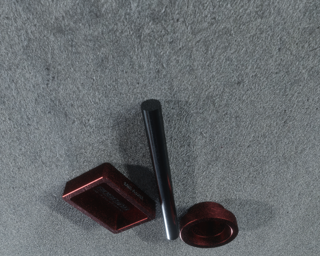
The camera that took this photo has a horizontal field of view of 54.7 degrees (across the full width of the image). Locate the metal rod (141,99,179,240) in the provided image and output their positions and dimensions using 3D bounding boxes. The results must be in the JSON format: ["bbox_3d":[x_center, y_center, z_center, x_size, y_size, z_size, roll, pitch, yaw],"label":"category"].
[{"bbox_3d":[0.006,0.084,0.478,0.025,0.025,0.298,-5,130,4],"label":"metal rod"}]

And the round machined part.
[{"bbox_3d":[0.083,0.165,0.538,0.099,0.042,0.097,-1,130,0],"label":"round machined part"}]

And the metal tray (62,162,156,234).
[{"bbox_3d":[-0.079,0.118,0.503,0.090,0.030,0.130,-28,125,21],"label":"metal tray"}]
